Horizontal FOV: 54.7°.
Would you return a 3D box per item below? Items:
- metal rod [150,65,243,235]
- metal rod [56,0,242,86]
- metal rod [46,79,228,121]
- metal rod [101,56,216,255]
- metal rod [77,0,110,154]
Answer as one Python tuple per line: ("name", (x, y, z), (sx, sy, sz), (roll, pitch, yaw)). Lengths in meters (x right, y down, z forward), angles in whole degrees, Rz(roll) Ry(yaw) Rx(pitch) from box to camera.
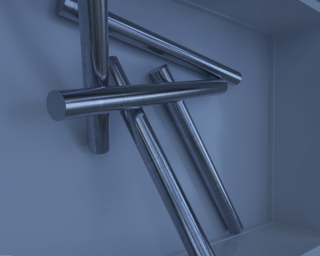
("metal rod", (0.062, 0.045, 0.461), (0.025, 0.025, 0.299), (-42, 116, -32))
("metal rod", (0.011, -0.106, 0.417), (0.302, 0.025, 0.025), (12, 83, -40))
("metal rod", (0.006, -0.041, 0.365), (0.302, 0.025, 0.025), (-15, 100, -53))
("metal rod", (0.005, 0.055, 0.334), (0.025, 0.025, 0.299), (-19, 77, -39))
("metal rod", (-0.058, -0.099, 0.268), (0.025, 0.025, 0.298), (-27, 136, -37))
